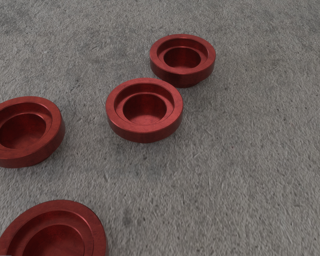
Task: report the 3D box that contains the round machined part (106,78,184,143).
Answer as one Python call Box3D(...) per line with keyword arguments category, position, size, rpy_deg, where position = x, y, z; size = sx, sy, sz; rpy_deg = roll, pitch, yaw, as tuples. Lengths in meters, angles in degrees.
Box3D(category="round machined part", position=(-0.019, -0.018, 0.407), size=(0.099, 0.042, 0.098), rpy_deg=(0, 50, 0))

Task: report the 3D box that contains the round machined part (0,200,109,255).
Box3D(category="round machined part", position=(-0.097, 0.121, 0.290), size=(0.099, 0.042, 0.098), rpy_deg=(0, 50, 0))

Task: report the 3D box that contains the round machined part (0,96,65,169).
Box3D(category="round machined part", position=(-0.167, 0.009, 0.383), size=(0.099, 0.042, 0.098), rpy_deg=(0, 50, 0))

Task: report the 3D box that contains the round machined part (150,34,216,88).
Box3D(category="round machined part", position=(0.034, -0.099, 0.475), size=(0.099, 0.042, 0.098), rpy_deg=(0, 50, 0))
